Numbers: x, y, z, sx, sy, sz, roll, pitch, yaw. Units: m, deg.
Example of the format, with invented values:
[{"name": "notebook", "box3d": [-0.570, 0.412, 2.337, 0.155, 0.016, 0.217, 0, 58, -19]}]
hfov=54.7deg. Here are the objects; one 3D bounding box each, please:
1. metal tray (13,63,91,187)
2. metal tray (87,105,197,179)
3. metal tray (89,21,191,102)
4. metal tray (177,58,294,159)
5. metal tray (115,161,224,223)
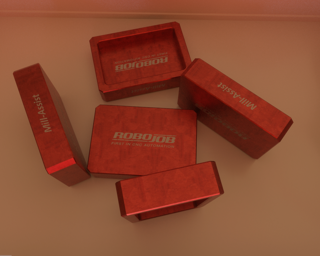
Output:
[{"name": "metal tray", "box3d": [-0.127, -0.001, 0.372, 0.030, 0.090, 0.130, -23, 72, -9]}, {"name": "metal tray", "box3d": [-0.020, 0.020, 0.396, 0.131, 0.030, 0.090, 3, 70, 1]}, {"name": "metal tray", "box3d": [-0.026, -0.095, 0.440, 0.131, 0.030, 0.090, -12, 71, -5]}, {"name": "metal tray", "box3d": [0.084, -0.020, 0.381, 0.130, 0.090, 0.030, 36, 75, 12]}, {"name": "metal tray", "box3d": [0.008, 0.072, 0.325, 0.091, 0.130, 0.030, -12, 71, -5]}]
